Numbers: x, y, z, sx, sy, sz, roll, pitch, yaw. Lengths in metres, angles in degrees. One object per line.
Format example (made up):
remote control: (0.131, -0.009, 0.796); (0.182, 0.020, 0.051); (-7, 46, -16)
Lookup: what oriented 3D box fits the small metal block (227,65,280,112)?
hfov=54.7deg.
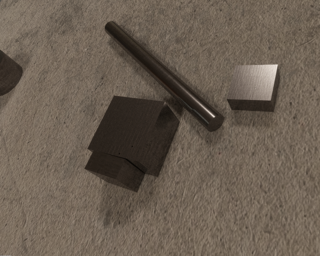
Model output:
small metal block: (0.113, -0.048, 0.374); (0.050, 0.025, 0.050); (5, 64, 30)

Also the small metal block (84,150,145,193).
small metal block: (-0.055, 0.054, 0.382); (0.050, 0.050, 0.025); (11, 68, 32)

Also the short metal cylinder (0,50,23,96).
short metal cylinder: (-0.328, -0.111, 0.624); (0.080, 0.050, 0.080); (-13, 56, 20)

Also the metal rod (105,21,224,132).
metal rod: (-0.011, -0.093, 0.464); (0.025, 0.025, 0.300); (-41, 51, 0)

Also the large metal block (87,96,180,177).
large metal block: (-0.032, 0.009, 0.398); (0.080, 0.050, 0.080); (10, 66, 32)
